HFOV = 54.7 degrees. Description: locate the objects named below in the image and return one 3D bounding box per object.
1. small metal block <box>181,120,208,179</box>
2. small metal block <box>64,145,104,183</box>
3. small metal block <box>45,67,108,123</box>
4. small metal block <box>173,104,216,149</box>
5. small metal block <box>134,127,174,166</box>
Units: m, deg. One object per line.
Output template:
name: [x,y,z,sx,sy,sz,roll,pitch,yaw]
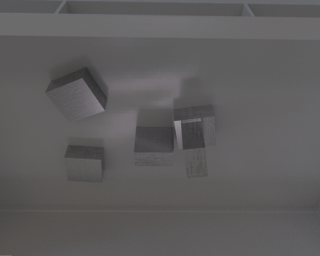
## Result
small metal block: [0.042,0.026,0.382,0.025,0.050,0.050,-7,130,6]
small metal block: [-0.109,0.053,0.453,0.050,0.025,0.050,4,130,-4]
small metal block: [-0.100,-0.039,0.375,0.050,0.025,0.050,-18,128,15]
small metal block: [0.046,-0.001,0.409,0.050,0.025,0.050,-7,130,5]
small metal block: [-0.007,0.024,0.413,0.050,0.050,0.025,1,130,-1]
